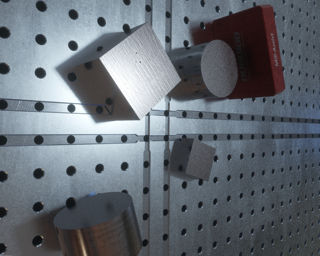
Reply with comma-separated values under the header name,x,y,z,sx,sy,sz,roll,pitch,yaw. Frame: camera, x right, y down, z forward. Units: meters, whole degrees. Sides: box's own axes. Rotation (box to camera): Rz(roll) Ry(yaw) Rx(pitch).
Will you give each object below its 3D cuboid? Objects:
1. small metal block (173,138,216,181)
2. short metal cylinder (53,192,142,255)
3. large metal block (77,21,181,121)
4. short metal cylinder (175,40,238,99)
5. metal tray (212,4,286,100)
name,x,y,z,sx,sy,sz,roll,pitch,yaw
small metal block,0.051,0.046,0.452,0.050,0.025,0.050,25,74,-37
short metal cylinder,-0.063,0.106,0.321,0.081,0.080,0.050,-20,103,-38
large metal block,-0.033,-0.065,0.365,0.080,0.050,0.080,-47,118,-30
short metal cylinder,0.068,-0.083,0.450,0.081,0.050,0.079,0,90,-40
metal tray,0.136,-0.113,0.480,0.030,0.090,0.129,-23,105,-38
